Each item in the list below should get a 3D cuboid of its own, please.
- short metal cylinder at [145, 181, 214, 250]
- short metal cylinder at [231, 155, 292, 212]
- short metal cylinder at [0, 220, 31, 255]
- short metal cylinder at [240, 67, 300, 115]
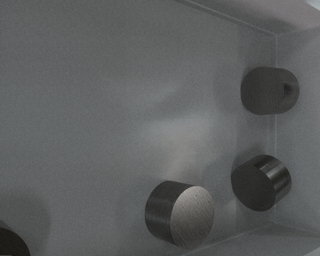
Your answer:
[{"bbox_3d":[0.027,0.114,0.413,0.081,0.050,0.080,0,90,-40],"label":"short metal cylinder"},{"bbox_3d":[0.166,0.089,0.510,0.050,0.080,0.080,-20,103,-38],"label":"short metal cylinder"},{"bbox_3d":[-0.157,0.117,0.259,0.081,0.050,0.080,0,90,-40],"label":"short metal cylinder"},{"bbox_3d":[0.186,-0.063,0.526,0.050,0.080,0.079,-6,94,-40],"label":"short metal cylinder"}]
